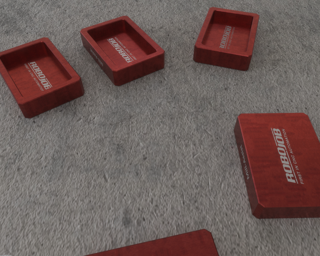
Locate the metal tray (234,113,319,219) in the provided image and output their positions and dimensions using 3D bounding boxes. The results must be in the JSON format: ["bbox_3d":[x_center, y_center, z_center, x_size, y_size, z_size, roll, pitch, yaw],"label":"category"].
[{"bbox_3d":[0.145,0.039,0.368,0.091,0.030,0.130,-1,50,-1],"label":"metal tray"}]

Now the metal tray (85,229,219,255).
[{"bbox_3d":[-0.006,0.150,0.274,0.131,0.030,0.090,-10,51,-8],"label":"metal tray"}]

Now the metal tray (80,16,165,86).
[{"bbox_3d":[-0.063,-0.131,0.509,0.091,0.030,0.130,-26,55,-20],"label":"metal tray"}]

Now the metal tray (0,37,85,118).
[{"bbox_3d":[-0.184,-0.080,0.465,0.091,0.030,0.130,-28,56,-22],"label":"metal tray"}]

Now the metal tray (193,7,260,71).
[{"bbox_3d":[0.116,-0.156,0.531,0.090,0.030,0.130,13,51,11],"label":"metal tray"}]
